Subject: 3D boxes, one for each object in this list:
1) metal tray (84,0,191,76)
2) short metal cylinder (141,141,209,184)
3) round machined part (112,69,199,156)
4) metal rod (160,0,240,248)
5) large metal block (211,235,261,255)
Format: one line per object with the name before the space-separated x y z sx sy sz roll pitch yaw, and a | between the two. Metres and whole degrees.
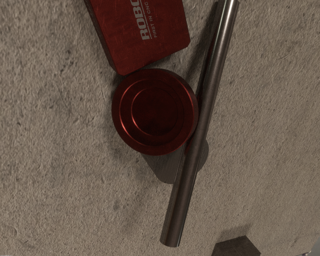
metal tray | -0.026 -0.129 0.311 0.091 0.030 0.129 -27 128 -12
short metal cylinder | 0.018 0.029 0.420 0.081 0.050 0.079 -14 125 -21
round machined part | -0.003 -0.020 0.360 0.097 0.098 0.042 -67 167 20
metal rod | 0.046 -0.004 0.372 0.025 0.025 0.298 11 94 -33
large metal block | 0.154 0.282 0.652 0.081 0.050 0.079 -3 120 -27
